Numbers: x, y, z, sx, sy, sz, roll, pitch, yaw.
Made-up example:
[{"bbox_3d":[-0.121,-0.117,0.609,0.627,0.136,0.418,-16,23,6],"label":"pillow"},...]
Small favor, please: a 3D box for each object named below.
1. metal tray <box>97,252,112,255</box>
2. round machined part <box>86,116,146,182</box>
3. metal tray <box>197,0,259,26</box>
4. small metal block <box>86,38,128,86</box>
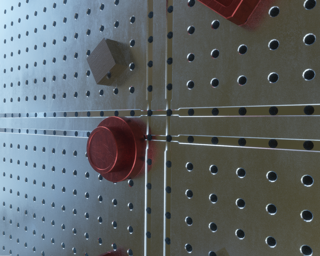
[{"bbox_3d":[-0.097,0.273,0.486,0.090,0.030,0.129,47,118,30],"label":"metal tray"},{"bbox_3d":[-0.071,0.031,0.457,0.098,0.042,0.097,0,90,40],"label":"round machined part"},{"bbox_3d":[0.065,-0.188,0.351,0.130,0.030,0.089,46,118,30],"label":"metal tray"},{"bbox_3d":[-0.082,-0.101,0.477,0.050,0.025,0.050,-38,67,33],"label":"small metal block"}]
